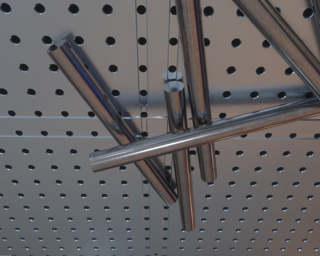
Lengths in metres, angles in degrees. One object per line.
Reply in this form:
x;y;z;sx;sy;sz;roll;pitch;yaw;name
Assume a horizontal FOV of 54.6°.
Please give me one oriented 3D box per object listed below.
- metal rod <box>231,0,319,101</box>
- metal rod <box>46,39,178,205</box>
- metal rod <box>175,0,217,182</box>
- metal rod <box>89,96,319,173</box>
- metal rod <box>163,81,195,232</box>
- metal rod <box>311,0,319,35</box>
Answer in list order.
0.148;-0.075;0.330;0.301;0.025;0.025;38;120;-22;metal rod
-0.047;0.014;0.422;0.025;0.025;0.300;-20;128;16;metal rod
0.048;-0.038;0.379;0.025;0.025;0.299;-8;130;7;metal rod
0.063;0.006;0.383;0.301;0.025;0.025;-14;130;-1;metal rod
0.034;0.064;0.465;0.025;0.025;0.299;-5;130;4;metal rod
0.209;-0.067;0.355;0.025;0.025;0.300;-25;126;19;metal rod
